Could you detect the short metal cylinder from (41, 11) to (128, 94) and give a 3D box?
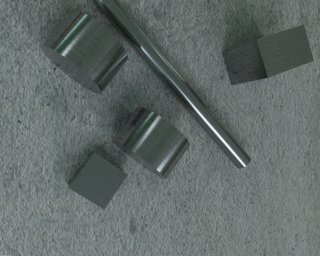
[{"bbox_3d":[-0.084,-0.083,0.349,0.080,0.080,0.050,39,78,-16],"label":"short metal cylinder"}]

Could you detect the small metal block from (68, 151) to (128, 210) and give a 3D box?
[{"bbox_3d":[-0.077,0.063,0.381,0.050,0.025,0.050,37,78,-17],"label":"small metal block"}]

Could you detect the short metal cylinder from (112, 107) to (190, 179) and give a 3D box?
[{"bbox_3d":[-0.011,0.019,0.377,0.080,0.080,0.050,40,77,-16],"label":"short metal cylinder"}]

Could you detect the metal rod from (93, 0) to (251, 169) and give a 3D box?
[{"bbox_3d":[0.025,-0.056,0.419,0.025,0.025,0.300,-46,105,-14],"label":"metal rod"}]

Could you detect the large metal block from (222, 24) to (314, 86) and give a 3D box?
[{"bbox_3d":[0.149,-0.100,0.436,0.081,0.080,0.050,-21,98,-19],"label":"large metal block"}]
